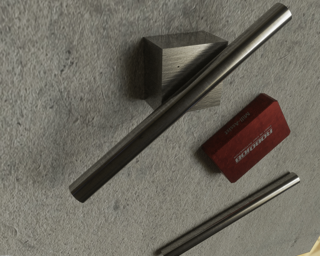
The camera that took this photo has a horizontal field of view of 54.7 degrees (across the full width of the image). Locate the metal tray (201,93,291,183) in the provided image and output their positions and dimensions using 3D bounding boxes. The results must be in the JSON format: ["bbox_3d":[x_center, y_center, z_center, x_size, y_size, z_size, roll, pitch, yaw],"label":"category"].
[{"bbox_3d":[0.140,0.018,0.494,0.130,0.030,0.090,-41,130,0],"label":"metal tray"}]

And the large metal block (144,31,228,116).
[{"bbox_3d":[0.028,-0.066,0.367,0.081,0.050,0.079,-13,124,-22],"label":"large metal block"}]

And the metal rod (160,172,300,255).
[{"bbox_3d":[0.139,0.165,0.587,0.302,0.025,0.025,-26,128,-12],"label":"metal rod"}]

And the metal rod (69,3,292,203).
[{"bbox_3d":[0.022,-0.027,0.338,0.300,0.025,0.025,-41,130,0],"label":"metal rod"}]
